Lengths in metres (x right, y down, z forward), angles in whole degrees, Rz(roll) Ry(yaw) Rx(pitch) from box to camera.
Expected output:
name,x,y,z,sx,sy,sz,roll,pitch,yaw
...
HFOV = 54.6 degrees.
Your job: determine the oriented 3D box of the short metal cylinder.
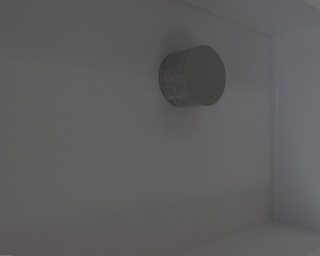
name,x,y,z,sx,sy,sz,roll,pitch,yaw
short metal cylinder,0.045,-0.069,0.427,0.081,0.050,0.080,0,90,-40
